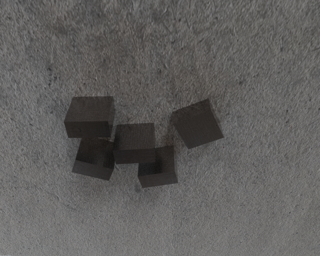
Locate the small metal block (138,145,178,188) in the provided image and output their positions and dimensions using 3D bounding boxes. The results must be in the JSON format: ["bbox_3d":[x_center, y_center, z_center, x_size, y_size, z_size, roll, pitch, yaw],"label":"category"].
[{"bbox_3d":[-0.002,0.054,0.437,0.050,0.050,0.025,-9,130,8],"label":"small metal block"}]

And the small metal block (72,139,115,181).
[{"bbox_3d":[-0.088,0.040,0.424,0.050,0.050,0.025,16,128,-14],"label":"small metal block"}]

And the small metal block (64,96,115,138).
[{"bbox_3d":[-0.084,-0.014,0.378,0.050,0.050,0.025,-1,130,0],"label":"small metal block"}]

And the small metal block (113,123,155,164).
[{"bbox_3d":[-0.032,0.020,0.407,0.050,0.050,0.025,-3,130,2],"label":"small metal block"}]

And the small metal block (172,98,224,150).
[{"bbox_3d":[0.050,-0.004,0.404,0.050,0.025,0.050,-20,128,16],"label":"small metal block"}]
